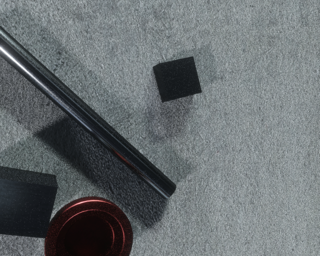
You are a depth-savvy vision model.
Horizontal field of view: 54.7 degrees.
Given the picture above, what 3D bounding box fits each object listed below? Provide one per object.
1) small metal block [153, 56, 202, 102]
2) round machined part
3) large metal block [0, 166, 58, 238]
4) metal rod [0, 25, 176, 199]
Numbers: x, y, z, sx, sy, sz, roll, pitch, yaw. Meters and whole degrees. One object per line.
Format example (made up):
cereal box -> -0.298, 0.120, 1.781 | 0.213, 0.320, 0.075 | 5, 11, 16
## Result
small metal block -> 0.024, -0.065, 0.419 | 0.050, 0.025, 0.050 | -16, 96, -20
round machined part -> -0.085, 0.130, 0.369 | 0.099, 0.042, 0.097 | 0, 90, -21
large metal block -> -0.155, 0.073, 0.323 | 0.081, 0.080, 0.050 | 14, 86, -20
metal rod -> -0.092, -0.015, 0.375 | 0.300, 0.025, 0.025 | 44, 76, -15
